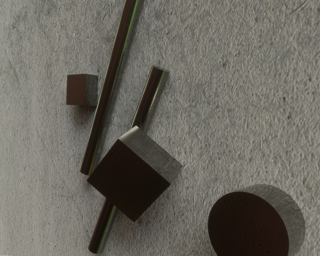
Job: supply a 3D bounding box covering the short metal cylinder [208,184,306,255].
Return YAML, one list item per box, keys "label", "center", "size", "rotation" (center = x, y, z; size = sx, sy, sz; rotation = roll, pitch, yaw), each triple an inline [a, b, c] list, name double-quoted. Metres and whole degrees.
- label: "short metal cylinder"
  center: [0.096, 0.100, 0.310]
  size: [0.080, 0.050, 0.080]
  rotation: [0, 90, 40]

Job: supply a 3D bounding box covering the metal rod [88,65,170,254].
- label: "metal rod"
  center: [-0.050, 0.056, 0.446]
  size: [0.025, 0.025, 0.298]
  rotation: [33, 110, 35]

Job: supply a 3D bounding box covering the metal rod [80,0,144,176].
- label: "metal rod"
  center: [-0.073, -0.066, 0.464]
  size: [0.025, 0.025, 0.298]
  rotation: [29, 108, 36]

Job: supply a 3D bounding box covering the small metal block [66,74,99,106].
- label: "small metal block"
  center: [-0.129, -0.062, 0.511]
  size: [0.050, 0.025, 0.050]
  rotation: [5, 93, 40]

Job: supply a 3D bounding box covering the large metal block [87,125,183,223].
- label: "large metal block"
  center: [-0.032, 0.058, 0.395]
  size: [0.080, 0.050, 0.080]
  rotation: [41, 117, 3]
